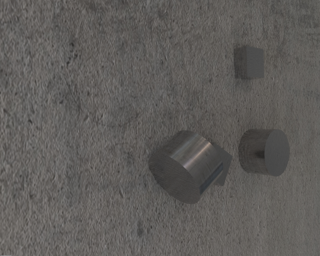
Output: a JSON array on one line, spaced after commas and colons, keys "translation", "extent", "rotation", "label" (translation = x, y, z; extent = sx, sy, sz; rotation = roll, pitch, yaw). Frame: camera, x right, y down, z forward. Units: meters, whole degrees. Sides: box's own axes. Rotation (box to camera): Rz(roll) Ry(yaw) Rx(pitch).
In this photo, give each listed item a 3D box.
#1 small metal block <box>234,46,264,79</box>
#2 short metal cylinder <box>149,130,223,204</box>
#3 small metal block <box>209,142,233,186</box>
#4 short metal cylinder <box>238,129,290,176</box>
[{"translation": [0.154, -0.111, 0.533], "extent": [0.050, 0.025, 0.050], "rotation": [-4, 93, -40], "label": "small metal block"}, {"translation": [0.033, 0.050, 0.396], "extent": [0.050, 0.080, 0.080], "rotation": [-41, 115, -32], "label": "short metal cylinder"}, {"translation": [0.080, 0.055, 0.472], "extent": [0.050, 0.025, 0.050], "rotation": [35, 69, -35], "label": "small metal block"}, {"translation": [0.182, 0.042, 0.541], "extent": [0.081, 0.050, 0.080], "rotation": [0, 90, -40], "label": "short metal cylinder"}]
